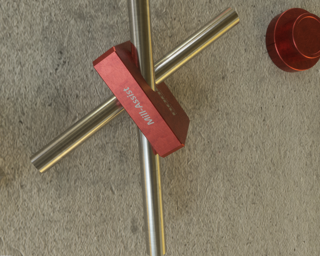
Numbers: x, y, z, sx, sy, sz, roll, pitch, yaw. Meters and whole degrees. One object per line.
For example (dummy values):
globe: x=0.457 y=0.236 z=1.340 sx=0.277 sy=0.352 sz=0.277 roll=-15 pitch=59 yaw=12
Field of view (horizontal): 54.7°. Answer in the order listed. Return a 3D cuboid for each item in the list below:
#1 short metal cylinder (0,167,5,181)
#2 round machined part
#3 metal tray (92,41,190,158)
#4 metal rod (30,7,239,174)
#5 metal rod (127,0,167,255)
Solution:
short metal cylinder: x=-0.205 y=0.043 z=0.304 sx=0.080 sy=0.080 sz=0.050 roll=41 pitch=77 yaw=-16
round machined part: x=0.218 y=-0.138 z=0.480 sx=0.099 sy=0.042 sz=0.097 roll=0 pitch=90 yaw=-20
metal tray: x=-0.015 y=-0.039 z=0.368 sx=0.030 sy=0.090 sz=0.130 roll=-31 pitch=103 yaw=20
metal rod: x=-0.025 y=-0.050 z=0.376 sx=0.301 sy=0.025 sz=0.025 roll=-38 pitch=103 yaw=-7
metal rod: x=-0.014 y=0.004 z=0.361 sx=0.025 sy=0.025 sz=0.298 roll=-6 pitch=98 yaw=-20
